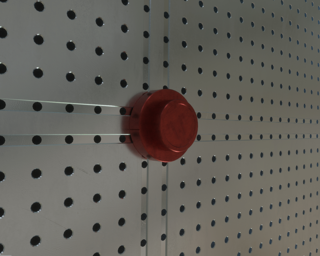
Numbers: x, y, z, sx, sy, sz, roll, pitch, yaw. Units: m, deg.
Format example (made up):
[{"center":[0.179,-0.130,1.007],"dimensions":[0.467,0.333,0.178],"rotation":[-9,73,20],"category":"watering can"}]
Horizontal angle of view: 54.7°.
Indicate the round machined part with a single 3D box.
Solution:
[{"center":[0.012,-0.003,0.410],"dimensions":[0.099,0.042,0.097],"rotation":[0,90,-40],"category":"round machined part"}]
